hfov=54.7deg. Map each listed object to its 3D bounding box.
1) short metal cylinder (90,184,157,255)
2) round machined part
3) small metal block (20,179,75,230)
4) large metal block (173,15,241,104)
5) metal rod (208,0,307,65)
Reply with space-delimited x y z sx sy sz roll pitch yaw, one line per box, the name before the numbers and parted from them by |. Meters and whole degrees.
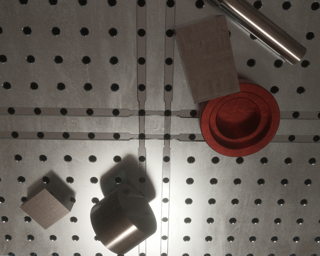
short metal cylinder | -0.049 0.125 0.430 0.050 0.080 0.080 -39 106 13
round machined part | 0.098 -0.015 0.400 0.099 0.042 0.097 -1 111 -1
small metal block | -0.164 0.112 0.452 0.050 0.025 0.050 -37 107 12
large metal block | 0.050 -0.082 0.355 0.050 0.080 0.080 -15 110 5
metal rod | 0.047 -0.168 0.352 0.301 0.025 0.025 33 107 -12
